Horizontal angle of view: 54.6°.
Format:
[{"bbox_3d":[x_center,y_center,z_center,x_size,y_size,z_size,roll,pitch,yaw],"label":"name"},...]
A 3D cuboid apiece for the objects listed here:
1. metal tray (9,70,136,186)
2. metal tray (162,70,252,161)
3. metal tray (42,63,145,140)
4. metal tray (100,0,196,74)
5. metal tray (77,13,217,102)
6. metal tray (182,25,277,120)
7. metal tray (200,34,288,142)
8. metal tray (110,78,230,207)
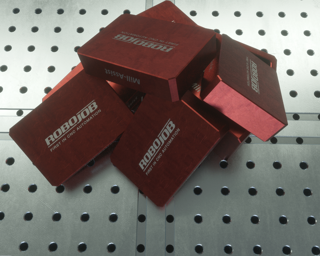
[{"bbox_3d":[-0.105,-0.003,0.385,0.130,0.030,0.090,-40,90,-2],"label":"metal tray"},{"bbox_3d":[0.051,-0.023,0.387,0.130,0.090,0.030,42,76,14],"label":"metal tray"},{"bbox_3d":[-0.082,-0.051,0.427,0.090,0.030,0.130,37,74,12],"label":"metal tray"},{"bbox_3d":[-0.006,-0.119,0.432,0.131,0.030,0.090,-37,76,-27],"label":"metal tray"},{"bbox_3d":[-0.015,-0.084,0.346,0.130,0.030,0.090,21,56,28],"label":"metal tray"},{"bbox_3d":[0.091,-0.072,0.412,0.131,0.030,0.090,17,69,-15],"label":"metal tray"},{"bbox_3d":[0.097,-0.053,0.362,0.090,0.030,0.130,33,36,-10],"label":"metal tray"},{"bbox_3d":[0.005,0.019,0.356,0.090,0.129,0.030,42,33,13],"label":"metal tray"}]
